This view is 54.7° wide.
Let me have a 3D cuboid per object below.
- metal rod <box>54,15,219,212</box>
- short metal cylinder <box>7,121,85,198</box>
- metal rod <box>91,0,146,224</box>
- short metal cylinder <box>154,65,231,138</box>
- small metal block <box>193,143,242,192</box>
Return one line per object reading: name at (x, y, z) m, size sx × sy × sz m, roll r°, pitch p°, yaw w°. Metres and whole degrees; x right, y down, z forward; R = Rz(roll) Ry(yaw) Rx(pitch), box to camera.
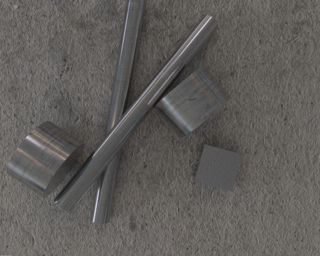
metal rod at (-0.025, -0.024, 0.390) m, size 0.025 × 0.025 × 0.300 m, roll 38°, pitch 82°, yaw 0°
short metal cylinder at (-0.138, 0.038, 0.381) m, size 0.050 × 0.080 × 0.080 m, roll 34°, pitch 90°, yaw 0°
metal rod at (-0.054, -0.025, 0.409) m, size 0.025 × 0.025 × 0.298 m, roll 9°, pitch 90°, yaw 0°
short metal cylinder at (0.040, -0.032, 0.383) m, size 0.080 × 0.080 × 0.050 m, roll -40°, pitch 90°, yaw 0°
small metal block at (0.075, 0.051, 0.411) m, size 0.050 × 0.025 × 0.050 m, roll 15°, pitch 90°, yaw 0°
